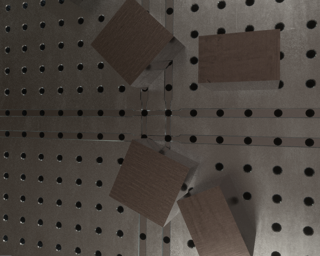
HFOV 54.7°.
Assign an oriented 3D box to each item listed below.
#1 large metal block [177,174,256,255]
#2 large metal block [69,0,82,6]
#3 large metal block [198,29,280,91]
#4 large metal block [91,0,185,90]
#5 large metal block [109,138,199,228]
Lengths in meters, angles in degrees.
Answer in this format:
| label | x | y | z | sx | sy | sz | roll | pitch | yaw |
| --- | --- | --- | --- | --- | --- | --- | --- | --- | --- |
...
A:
| label | x | y | z | sx | sy | sz | roll | pitch | yaw |
| --- | --- | --- | --- | --- | --- | --- | --- | --- | --- |
| large metal block | 0.069 | 0.105 | 0.359 | 0.050 | 0.080 | 0.080 | -26 | 82 | 18 |
| large metal block | -0.138 | -0.240 | 0.446 | 0.080 | 0.050 | 0.080 | 40 | 102 | 15 |
| large metal block | 0.092 | -0.072 | 0.351 | 0.080 | 0.080 | 0.050 | 1 | 90 | 19 |
| large metal block | -0.029 | -0.109 | 0.408 | 0.080 | 0.050 | 0.080 | 47 | 104 | 13 |
| large metal block | -0.007 | 0.067 | 0.401 | 0.080 | 0.050 | 0.080 | 26 | 98 | 18 |
